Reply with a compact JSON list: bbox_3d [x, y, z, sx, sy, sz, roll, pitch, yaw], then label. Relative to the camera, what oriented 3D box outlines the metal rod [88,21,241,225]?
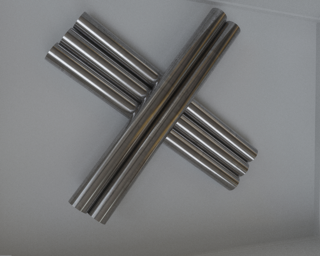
[{"bbox_3d":[0.012,-0.016,0.387,0.025,0.025,0.300,39,78,-16],"label":"metal rod"}]

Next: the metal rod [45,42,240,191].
[{"bbox_3d":[-0.011,-0.005,0.405,0.301,0.025,0.025,36,79,-17],"label":"metal rod"}]

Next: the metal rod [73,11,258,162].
[{"bbox_3d":[0.019,-0.045,0.416,0.301,0.025,0.025,36,78,-17],"label":"metal rod"}]

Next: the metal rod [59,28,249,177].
[{"bbox_3d":[0.004,-0.024,0.410,0.301,0.025,0.025,36,79,-17],"label":"metal rod"}]

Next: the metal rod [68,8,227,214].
[{"bbox_3d":[-0.007,-0.030,0.379,0.025,0.025,0.300,39,78,-16],"label":"metal rod"}]
